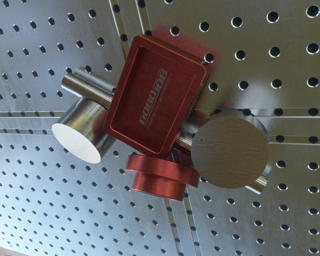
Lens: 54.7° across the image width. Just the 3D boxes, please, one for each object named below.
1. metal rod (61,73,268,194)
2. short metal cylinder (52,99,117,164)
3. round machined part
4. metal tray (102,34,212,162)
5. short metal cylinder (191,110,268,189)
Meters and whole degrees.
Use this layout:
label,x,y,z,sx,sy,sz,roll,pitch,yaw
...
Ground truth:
label,x,y,z,sx,sy,sz,roll,pitch,yaw
metal rod,-0.001,0.002,0.413,0.301,0.025,0.025,28,128,10
short metal cylinder,-0.103,0.005,0.437,0.080,0.050,0.080,23,146,17
round machined part,0.001,0.069,0.407,0.098,0.042,0.098,13,166,4
metal tray,-0.007,-0.034,0.372,0.090,0.030,0.129,28,115,10
short metal cylinder,0.080,0.022,0.351,0.080,0.050,0.079,4,102,16
